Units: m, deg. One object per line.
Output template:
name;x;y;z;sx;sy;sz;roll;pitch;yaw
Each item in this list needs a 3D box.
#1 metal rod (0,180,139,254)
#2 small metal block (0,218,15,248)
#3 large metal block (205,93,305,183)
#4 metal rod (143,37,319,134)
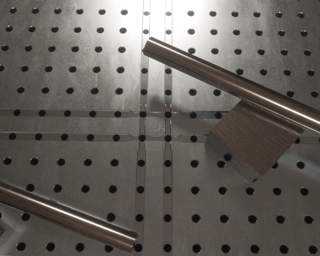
metal rod;-0.171;0.086;0.377;0.301;0.025;0.025;19;71;6
small metal block;-0.211;0.126;0.363;0.050;0.025;0.050;35;73;11
large metal block;0.118;0.011;0.396;0.080;0.050;0.080;43;75;14
metal rod;0.118;-0.040;0.374;0.301;0.025;0.025;26;72;9
